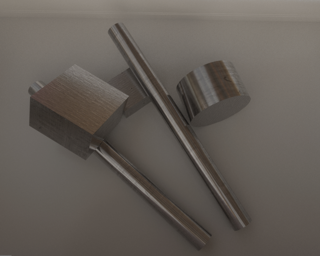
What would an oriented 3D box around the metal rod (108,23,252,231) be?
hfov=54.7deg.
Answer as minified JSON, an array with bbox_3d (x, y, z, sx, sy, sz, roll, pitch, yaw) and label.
[{"bbox_3d":[0.020,-0.009,0.393,0.025,0.025,0.299,-31,80,-11],"label":"metal rod"}]

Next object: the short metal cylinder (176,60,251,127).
[{"bbox_3d":[0.067,-0.042,0.397,0.081,0.080,0.050,-19,71,-7],"label":"short metal cylinder"}]

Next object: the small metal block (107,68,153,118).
[{"bbox_3d":[-0.041,-0.050,0.428,0.050,0.025,0.050,-36,74,-12],"label":"small metal block"}]

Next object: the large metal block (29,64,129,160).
[{"bbox_3d":[-0.097,-0.021,0.377,0.080,0.050,0.080,31,45,4],"label":"large metal block"}]

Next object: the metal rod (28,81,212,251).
[{"bbox_3d":[-0.059,0.039,0.394,0.300,0.025,0.025,40,75,13],"label":"metal rod"}]
